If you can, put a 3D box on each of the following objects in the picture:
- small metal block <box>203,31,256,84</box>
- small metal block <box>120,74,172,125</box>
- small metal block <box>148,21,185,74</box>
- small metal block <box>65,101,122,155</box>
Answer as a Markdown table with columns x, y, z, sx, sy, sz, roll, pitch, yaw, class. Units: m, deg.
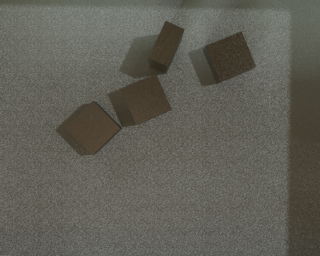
| x | y | z | sx | sy | sz | roll | pitch | yaw | class |
| --- | --- | --- | --- | --- | --- | --- | --- | --- | --- |
| 0.092 | -0.093 | 0.413 | 0.050 | 0.025 | 0.050 | -23 | 90 | -1 | small metal block |
| -0.018 | -0.037 | 0.411 | 0.050 | 0.025 | 0.050 | -24 | 90 | -1 | small metal block |
| 0.008 | -0.102 | 0.399 | 0.025 | 0.050 | 0.050 | 25 | 90 | 0 | small metal block |
| -0.087 | 0.000 | 0.410 | 0.050 | 0.025 | 0.050 | -44 | 91 | 0 | small metal block |
